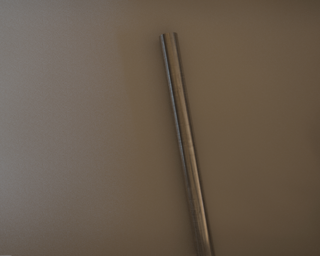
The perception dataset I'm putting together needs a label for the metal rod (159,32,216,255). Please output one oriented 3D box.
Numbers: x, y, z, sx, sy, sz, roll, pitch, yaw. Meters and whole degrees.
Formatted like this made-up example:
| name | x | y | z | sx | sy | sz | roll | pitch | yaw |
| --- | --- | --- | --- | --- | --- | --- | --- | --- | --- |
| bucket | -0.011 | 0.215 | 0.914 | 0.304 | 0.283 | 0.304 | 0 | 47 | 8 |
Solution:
| name | x | y | z | sx | sy | sz | roll | pitch | yaw |
| --- | --- | --- | --- | --- | --- | --- | --- | --- | --- |
| metal rod | 0.036 | 0.024 | 0.411 | 0.025 | 0.025 | 0.298 | -10 | 90 | 0 |
